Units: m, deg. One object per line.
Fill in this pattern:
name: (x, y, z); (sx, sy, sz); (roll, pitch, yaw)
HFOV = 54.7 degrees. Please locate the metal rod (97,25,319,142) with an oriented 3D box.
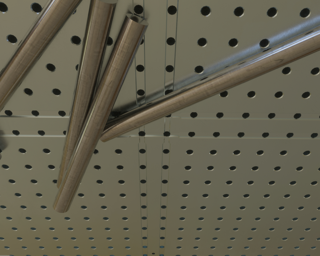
metal rod: (0.054, -0.047, 0.372); (0.300, 0.025, 0.025); (-23, 127, 17)

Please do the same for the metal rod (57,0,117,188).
metal rod: (-0.101, -0.019, 0.393); (0.025, 0.025, 0.298); (14, 129, -12)

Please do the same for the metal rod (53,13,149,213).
metal rod: (-0.085, 0.003, 0.390); (0.025, 0.025, 0.298); (19, 121, -16)

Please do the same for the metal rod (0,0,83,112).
metal rod: (-0.124, -0.099, 0.325); (0.025, 0.025, 0.299); (35, 122, -26)
